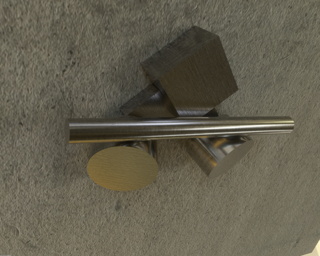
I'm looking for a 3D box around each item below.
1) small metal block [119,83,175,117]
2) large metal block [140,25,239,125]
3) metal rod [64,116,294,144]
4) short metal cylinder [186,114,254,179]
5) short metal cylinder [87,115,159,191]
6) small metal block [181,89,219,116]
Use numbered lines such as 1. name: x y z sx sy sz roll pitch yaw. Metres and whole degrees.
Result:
1. small metal block: -0.015 -0.019 0.389 0.050 0.025 0.050 -38 129 -4
2. large metal block: 0.037 -0.061 0.372 0.080 0.050 0.080 -36 129 -4
3. metal rod: 0.045 -0.001 0.366 0.303 0.025 0.025 -2 119 -28
4. short metal cylinder: 0.084 0.027 0.437 0.080 0.050 0.080 -31 154 -17
5. short metal cylinder: -0.043 0.031 0.369 0.081 0.050 0.079 -2 133 -2
6. small metal block: 0.049 -0.017 0.424 0.050 0.025 0.050 -37 129 -3
